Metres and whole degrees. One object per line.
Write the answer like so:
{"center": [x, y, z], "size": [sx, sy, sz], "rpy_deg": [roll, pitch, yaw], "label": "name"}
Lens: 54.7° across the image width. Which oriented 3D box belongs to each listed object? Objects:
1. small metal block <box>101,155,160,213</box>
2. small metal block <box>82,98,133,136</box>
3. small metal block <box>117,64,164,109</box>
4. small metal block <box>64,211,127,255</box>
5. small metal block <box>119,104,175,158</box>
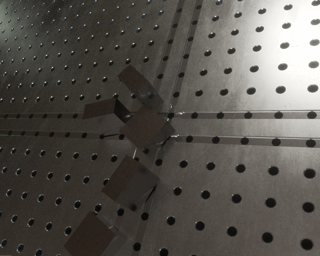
{"center": [-0.033, 0.067, 0.367], "size": [0.025, 0.050, 0.050], "rpy_deg": [26, 76, 36], "label": "small metal block"}
{"center": [-0.072, -0.014, 0.437], "size": [0.050, 0.050, 0.025], "rpy_deg": [-10, 58, 22], "label": "small metal block"}
{"center": [-0.027, -0.056, 0.439], "size": [0.025, 0.050, 0.050], "rpy_deg": [-43, 51, -1], "label": "small metal block"}
{"center": [-0.076, 0.135, 0.364], "size": [0.050, 0.025, 0.050], "rpy_deg": [29, 77, 37], "label": "small metal block"}
{"center": [-0.017, 0.003, 0.414], "size": [0.050, 0.025, 0.050], "rpy_deg": [-48, 52, -6], "label": "small metal block"}
